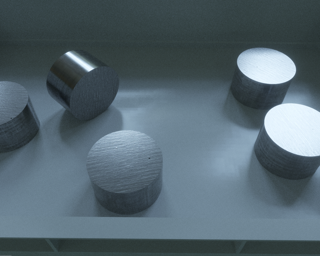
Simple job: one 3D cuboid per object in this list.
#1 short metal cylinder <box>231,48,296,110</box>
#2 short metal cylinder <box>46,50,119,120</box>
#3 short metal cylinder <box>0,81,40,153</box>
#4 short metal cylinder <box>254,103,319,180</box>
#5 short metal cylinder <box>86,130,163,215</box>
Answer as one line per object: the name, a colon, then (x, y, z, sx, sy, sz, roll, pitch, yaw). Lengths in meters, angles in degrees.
short metal cylinder: (0.148, -0.073, 0.452, 0.081, 0.050, 0.080, 0, 50, 0)
short metal cylinder: (-0.102, -0.058, 0.416, 0.050, 0.080, 0.080, 36, 59, 26)
short metal cylinder: (-0.203, -0.015, 0.399, 0.081, 0.050, 0.080, 0, 50, 0)
short metal cylinder: (0.162, 0.016, 0.378, 0.081, 0.050, 0.080, 0, 50, 0)
short metal cylinder: (-0.037, 0.049, 0.347, 0.081, 0.050, 0.080, 0, 50, 0)
